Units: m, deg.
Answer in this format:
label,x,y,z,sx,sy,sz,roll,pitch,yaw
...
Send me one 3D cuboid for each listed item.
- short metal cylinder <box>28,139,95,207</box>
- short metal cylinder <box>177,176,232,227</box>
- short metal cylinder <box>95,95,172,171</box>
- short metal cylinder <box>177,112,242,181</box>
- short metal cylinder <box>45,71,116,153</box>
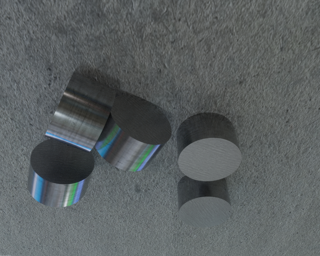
label,x,y,z,sx,sy,sz,roll,pitch,yaw
short metal cylinder,-0.134,0.059,0.420,0.081,0.080,0.050,15,129,-13
short metal cylinder,0.068,0.112,0.487,0.081,0.050,0.079,0,130,0
short metal cylinder,-0.033,0.005,0.375,0.080,0.080,0.050,23,126,-19
short metal cylinder,0.063,0.026,0.413,0.081,0.050,0.079,0,130,0
short metal cylinder,-0.091,-0.018,0.354,0.050,0.080,0.080,24,126,-18
